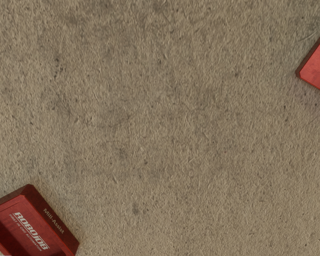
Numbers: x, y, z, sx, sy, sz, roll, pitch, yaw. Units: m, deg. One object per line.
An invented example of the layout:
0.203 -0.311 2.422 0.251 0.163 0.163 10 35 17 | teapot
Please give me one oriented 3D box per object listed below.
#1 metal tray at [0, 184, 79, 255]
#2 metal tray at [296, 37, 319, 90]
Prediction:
-0.196 0.157 0.462 0.090 0.030 0.130 -28 108 9 | metal tray
0.244 -0.067 0.365 0.130 0.030 0.090 33 107 6 | metal tray
